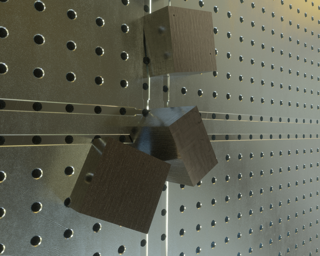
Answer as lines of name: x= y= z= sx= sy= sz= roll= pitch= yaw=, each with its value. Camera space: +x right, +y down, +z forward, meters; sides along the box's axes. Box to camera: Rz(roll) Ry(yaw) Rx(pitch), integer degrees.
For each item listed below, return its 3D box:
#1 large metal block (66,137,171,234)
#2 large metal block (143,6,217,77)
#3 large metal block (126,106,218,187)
large metal block: x=-0.045 y=0.063 z=0.347 sx=0.080 sy=0.050 sz=0.080 roll=27 pitch=73 yaw=-25
large metal block: x=0.028 y=-0.113 z=0.418 sx=0.081 sy=0.050 sz=0.079 roll=-11 pitch=97 yaw=-40
large metal block: x=0.015 y=0.021 z=0.388 sx=0.050 sy=0.080 sz=0.080 roll=-36 pitch=113 yaw=-34
